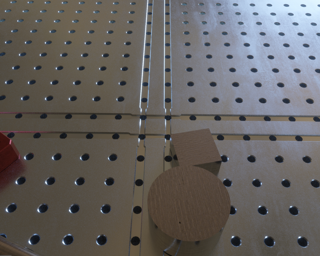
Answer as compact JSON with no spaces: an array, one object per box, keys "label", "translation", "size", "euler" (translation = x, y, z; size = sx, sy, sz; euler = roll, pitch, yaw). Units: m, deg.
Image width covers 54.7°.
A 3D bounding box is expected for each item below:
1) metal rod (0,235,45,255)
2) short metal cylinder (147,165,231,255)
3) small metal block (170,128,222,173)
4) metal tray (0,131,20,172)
[{"label":"metal rod","translation":[-0.229,0.098,0.321],"size":[0.301,0.025,0.025],"euler":[17,52,13]},{"label":"short metal cylinder","translation":[0.028,0.086,0.320],"size":[0.081,0.050,0.080],"euler":[0,50,0]},{"label":"small metal block","translation":[0.043,0.031,0.382],"size":[0.050,0.025,0.050],"euler":[-9,51,-8]},{"label":"metal tray","translation":[-0.254,0.023,0.381],"size":[0.130,0.030,0.090],"euler":[30,56,22]}]
